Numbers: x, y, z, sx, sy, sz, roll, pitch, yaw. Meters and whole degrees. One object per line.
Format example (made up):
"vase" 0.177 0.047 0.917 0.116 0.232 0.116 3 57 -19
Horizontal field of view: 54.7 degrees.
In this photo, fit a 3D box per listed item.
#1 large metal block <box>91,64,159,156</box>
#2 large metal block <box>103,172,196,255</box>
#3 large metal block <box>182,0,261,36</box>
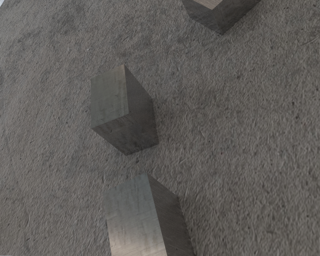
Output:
"large metal block" -0.046 -0.021 0.406 0.050 0.080 0.080 -21 54 16
"large metal block" -0.009 0.103 0.310 0.050 0.080 0.080 -26 53 12
"large metal block" 0.089 -0.197 0.462 0.080 0.050 0.080 -43 51 -1
